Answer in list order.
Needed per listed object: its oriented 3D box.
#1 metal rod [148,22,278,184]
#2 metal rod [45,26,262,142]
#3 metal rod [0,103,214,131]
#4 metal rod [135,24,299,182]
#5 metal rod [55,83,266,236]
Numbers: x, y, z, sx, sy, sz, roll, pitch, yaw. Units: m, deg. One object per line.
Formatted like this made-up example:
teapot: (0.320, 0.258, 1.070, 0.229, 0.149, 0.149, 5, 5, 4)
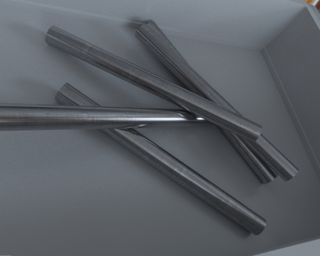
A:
metal rod: (0.072, -0.043, 0.472, 0.025, 0.025, 0.299, -30, 79, -38)
metal rod: (-0.007, -0.057, 0.407, 0.301, 0.025, 0.025, 26, 52, -1)
metal rod: (-0.041, -0.012, 0.357, 0.302, 0.025, 0.025, -1, 62, -41)
metal rod: (0.076, -0.041, 0.445, 0.300, 0.025, 0.025, 45, 51, 8)
metal rod: (0.005, 0.042, 0.384, 0.301, 0.025, 0.025, 35, 51, -6)
